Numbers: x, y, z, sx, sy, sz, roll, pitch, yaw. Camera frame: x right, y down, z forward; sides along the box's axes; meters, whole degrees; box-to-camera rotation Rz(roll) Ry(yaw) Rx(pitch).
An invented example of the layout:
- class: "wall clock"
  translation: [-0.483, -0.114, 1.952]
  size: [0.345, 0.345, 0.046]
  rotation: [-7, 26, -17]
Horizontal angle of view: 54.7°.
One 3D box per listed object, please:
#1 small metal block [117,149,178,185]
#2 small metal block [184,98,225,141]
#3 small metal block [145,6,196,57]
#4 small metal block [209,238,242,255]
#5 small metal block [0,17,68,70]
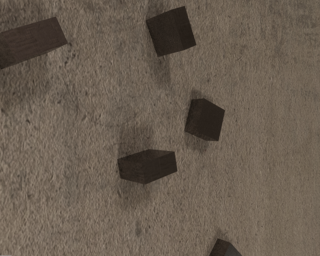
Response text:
- class: "small metal block"
  translation: [-0.016, 0.045, 0.377]
  size: [0.050, 0.050, 0.025]
  rotation: [-15, 100, -39]
- class: "small metal block"
  translation: [0.068, -0.011, 0.464]
  size: [0.050, 0.025, 0.050]
  rotation: [23, 75, -38]
- class: "small metal block"
  translation: [0.014, -0.124, 0.402]
  size: [0.025, 0.050, 0.050]
  rotation: [-31, 110, -36]
- class: "small metal block"
  translation: [0.103, 0.215, 0.495]
  size: [0.050, 0.025, 0.050]
  rotation: [51, 60, -28]
- class: "small metal block"
  translation: [-0.123, -0.078, 0.287]
  size: [0.050, 0.050, 0.025]
  rotation: [-34, 112, -35]
